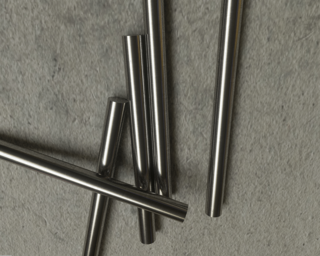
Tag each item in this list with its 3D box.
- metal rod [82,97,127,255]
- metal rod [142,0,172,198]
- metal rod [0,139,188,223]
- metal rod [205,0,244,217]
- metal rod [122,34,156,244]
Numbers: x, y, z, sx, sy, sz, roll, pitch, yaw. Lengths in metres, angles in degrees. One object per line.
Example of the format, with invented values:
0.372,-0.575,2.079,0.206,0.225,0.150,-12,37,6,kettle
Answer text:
-0.086,0.101,0.445,0.025,0.025,0.298,11,110,-5,metal rod
-0.002,-0.033,0.397,0.025,0.025,0.298,-3,110,0,metal rod
-0.110,0.063,0.408,0.301,0.025,0.025,19,109,1,metal rod
0.081,-0.016,0.405,0.025,0.025,0.298,1,110,-1,metal rod
-0.026,0.029,0.420,0.025,0.025,0.298,-3,110,0,metal rod
